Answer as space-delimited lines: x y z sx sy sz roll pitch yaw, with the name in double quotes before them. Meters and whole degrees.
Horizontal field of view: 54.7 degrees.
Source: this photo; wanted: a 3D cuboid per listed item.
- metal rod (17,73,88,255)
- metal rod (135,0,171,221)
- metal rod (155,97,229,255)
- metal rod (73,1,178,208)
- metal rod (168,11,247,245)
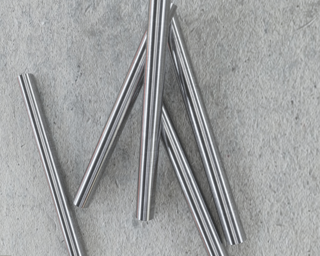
"metal rod" -0.162 0.060 0.466 0.025 0.025 0.299 -21 83 19
"metal rod" -0.009 -0.026 0.381 0.025 0.025 0.298 10 105 20
"metal rod" 0.046 0.093 0.392 0.025 0.025 0.299 -25 82 18
"metal rod" -0.052 -0.022 0.412 0.025 0.025 0.298 30 105 17
"metal rod" 0.051 -0.006 0.390 0.025 0.025 0.299 -18 84 19
